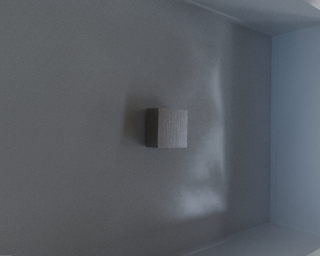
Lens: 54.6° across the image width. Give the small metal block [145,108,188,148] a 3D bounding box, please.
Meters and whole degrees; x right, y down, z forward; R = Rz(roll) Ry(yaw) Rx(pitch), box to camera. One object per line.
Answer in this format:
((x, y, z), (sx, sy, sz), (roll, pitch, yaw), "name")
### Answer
((0.009, 0.000, 0.408), (0.050, 0.025, 0.050), (2, 89, -40), "small metal block")
